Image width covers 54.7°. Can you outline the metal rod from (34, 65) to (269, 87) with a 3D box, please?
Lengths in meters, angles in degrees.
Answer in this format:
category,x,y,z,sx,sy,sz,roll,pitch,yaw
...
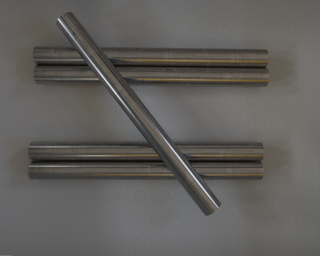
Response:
category,x,y,z,sx,sy,sz,roll,pitch,yaw
metal rod,-0.011,-0.069,0.409,0.302,0.025,0.025,1,90,0

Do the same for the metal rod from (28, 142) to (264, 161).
category,x,y,z,sx,sy,sz,roll,pitch,yaw
metal rod,-0.017,0.031,0.409,0.302,0.025,0.025,0,90,0

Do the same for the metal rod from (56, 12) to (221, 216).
category,x,y,z,sx,sy,sz,roll,pitch,yaw
metal rod,-0.026,-0.017,0.385,0.025,0.025,0.300,-38,90,0

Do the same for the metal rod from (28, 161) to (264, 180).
category,x,y,z,sx,sy,sz,roll,pitch,yaw
metal rod,-0.018,0.056,0.409,0.302,0.025,0.025,0,90,0

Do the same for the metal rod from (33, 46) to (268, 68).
category,x,y,z,sx,sy,sz,roll,pitch,yaw
metal rod,-0.012,-0.093,0.409,0.302,0.025,0.025,1,90,0
